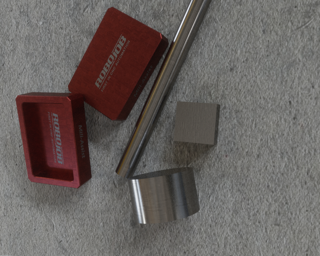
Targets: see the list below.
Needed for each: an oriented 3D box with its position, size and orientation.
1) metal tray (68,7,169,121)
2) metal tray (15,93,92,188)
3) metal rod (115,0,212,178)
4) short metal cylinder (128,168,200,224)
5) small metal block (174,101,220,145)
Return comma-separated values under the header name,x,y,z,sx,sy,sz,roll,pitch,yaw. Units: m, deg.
name,x,y,z,sx,sy,sz,roll,pitch,yaw
metal tray,-0.059,-0.086,0.426,0.090,0.030,0.129,34,100,16
metal tray,-0.149,0.016,0.439,0.090,0.030,0.129,3,106,19
metal rod,0.011,-0.071,0.404,0.025,0.025,0.298,27,99,17
short metal cylinder,0.004,0.080,0.377,0.080,0.080,0.050,-11,87,19
small metal block,0.047,-0.007,0.392,0.050,0.025,0.050,5,92,19
